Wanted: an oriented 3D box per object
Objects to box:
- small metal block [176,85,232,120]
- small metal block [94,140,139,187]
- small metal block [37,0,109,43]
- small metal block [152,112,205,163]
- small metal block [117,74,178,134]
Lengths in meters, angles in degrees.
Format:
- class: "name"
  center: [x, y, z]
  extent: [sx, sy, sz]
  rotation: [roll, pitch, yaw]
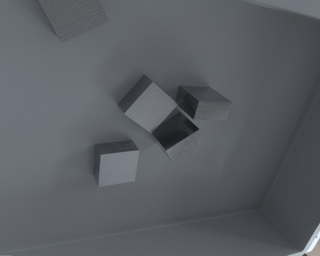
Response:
- class: "small metal block"
  center: [0.055, -0.033, 0.402]
  extent: [0.050, 0.050, 0.025]
  rotation: [-1, 119, -28]
- class: "small metal block"
  center: [-0.058, 0.046, 0.405]
  extent: [0.050, 0.025, 0.050]
  rotation: [-5, 121, -26]
- class: "small metal block"
  center: [-0.084, -0.116, 0.291]
  extent: [0.050, 0.025, 0.050]
  rotation: [-29, 128, -10]
- class: "small metal block"
  center: [0.022, 0.011, 0.412]
  extent: [0.050, 0.050, 0.025]
  rotation: [-32, 129, -8]
- class: "small metal block"
  center: [-0.015, -0.029, 0.383]
  extent: [0.050, 0.025, 0.050]
  rotation: [-48, 129, 5]
